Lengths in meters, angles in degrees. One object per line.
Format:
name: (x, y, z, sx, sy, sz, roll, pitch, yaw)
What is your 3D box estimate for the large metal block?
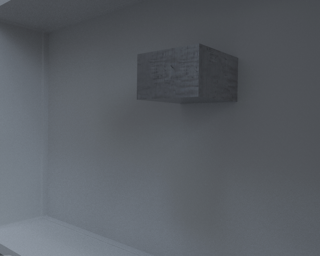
large metal block: (0.031, -0.055, 0.346, 0.080, 0.081, 0.050, 2, 91, 40)
